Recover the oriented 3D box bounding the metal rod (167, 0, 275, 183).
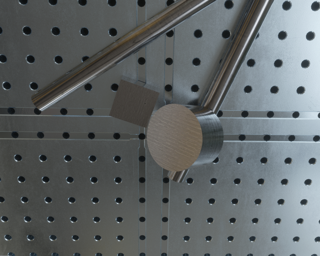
[{"bbox_3d":[0.079,-0.059,0.392,0.025,0.025,0.298,21,109,-8],"label":"metal rod"}]

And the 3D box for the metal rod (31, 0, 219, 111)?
[{"bbox_3d":[-0.028,-0.106,0.373,0.300,0.025,0.025,-30,108,10],"label":"metal rod"}]

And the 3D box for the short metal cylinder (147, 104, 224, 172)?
[{"bbox_3d":[0.031,0.011,0.383,0.080,0.050,0.079,1,91,38],"label":"short metal cylinder"}]

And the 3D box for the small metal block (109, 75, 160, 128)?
[{"bbox_3d":[-0.033,-0.034,0.400,0.050,0.025,0.050,19,109,-7],"label":"small metal block"}]
